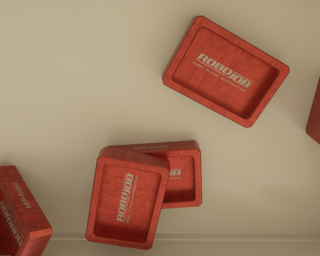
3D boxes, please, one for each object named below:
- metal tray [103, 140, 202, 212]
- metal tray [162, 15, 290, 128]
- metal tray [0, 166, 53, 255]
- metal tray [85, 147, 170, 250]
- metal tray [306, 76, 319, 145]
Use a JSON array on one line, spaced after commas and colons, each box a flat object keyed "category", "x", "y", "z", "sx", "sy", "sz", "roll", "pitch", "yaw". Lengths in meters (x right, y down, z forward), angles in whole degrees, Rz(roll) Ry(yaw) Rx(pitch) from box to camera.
[{"category": "metal tray", "x": -0.009, "y": 0.068, "z": 0.433, "sx": 0.131, "sy": 0.030, "sz": 0.089, "roll": -4, "pitch": 110, "yaw": 1}, {"category": "metal tray", "x": 0.079, "y": -0.068, "z": 0.384, "sx": 0.131, "sy": 0.030, "sz": 0.089, "roll": 27, "pitch": 108, "yaw": -10}, {"category": "metal tray", "x": -0.198, "y": 0.122, "z": 0.406, "sx": 0.030, "sy": 0.130, "sz": 0.089, "roll": 7, "pitch": 119, "yaw": -52}, {"category": "metal tray", "x": -0.044, "y": 0.095, "z": 0.410, "sx": 0.091, "sy": 0.030, "sz": 0.129, "roll": 11, "pitch": 110, "yaw": -5}, {"category": "metal tray", "x": 0.220, "y": -0.011, "z": 0.354, "sx": 0.030, "sy": 0.130, "sz": 0.089, "roll": 5, "pitch": 110, "yaw": -2}]
